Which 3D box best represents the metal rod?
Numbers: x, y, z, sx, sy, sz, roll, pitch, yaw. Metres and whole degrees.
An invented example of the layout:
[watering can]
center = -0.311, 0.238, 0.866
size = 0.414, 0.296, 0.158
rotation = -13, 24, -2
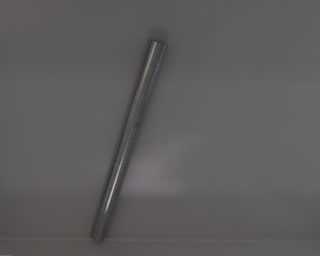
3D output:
[metal rod]
center = -0.048, 0.030, 0.421
size = 0.025, 0.025, 0.298
rotation = 17, 109, -6
